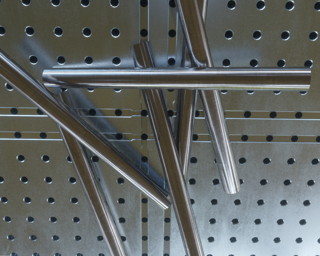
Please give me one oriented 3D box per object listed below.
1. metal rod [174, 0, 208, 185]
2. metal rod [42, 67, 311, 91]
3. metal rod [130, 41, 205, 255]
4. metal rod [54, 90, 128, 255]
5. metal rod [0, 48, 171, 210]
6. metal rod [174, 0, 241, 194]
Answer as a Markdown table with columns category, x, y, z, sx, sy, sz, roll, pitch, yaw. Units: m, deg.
| category | x | y | z | sx | sy | sz | roll | pitch | yaw |
| --- | --- | --- | --- | --- | --- | --- | --- | --- | --- |
| metal rod | 0.036 | -0.045 | 0.396 | 0.025 | 0.025 | 0.298 | 4 | 110 | -1 |
| metal rod | 0.005 | -0.056 | 0.352 | 0.301 | 0.025 | 0.025 | 3 | 111 | 15 |
| metal rod | 0.013 | 0.040 | 0.405 | 0.025 | 0.025 | 0.298 | -14 | 101 | 5 |
| metal rod | -0.095 | 0.091 | 0.446 | 0.025 | 0.025 | 0.299 | -14 | 110 | 5 |
| metal rod | -0.090 | 0.012 | 0.397 | 0.025 | 0.025 | 0.300 | -41 | 113 | 13 |
| metal rod | 0.061 | -0.040 | 0.379 | 0.025 | 0.025 | 0.299 | -16 | 117 | 6 |
